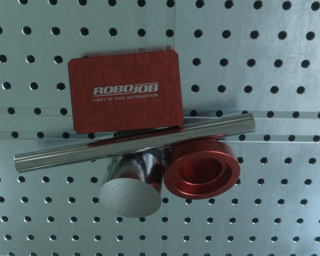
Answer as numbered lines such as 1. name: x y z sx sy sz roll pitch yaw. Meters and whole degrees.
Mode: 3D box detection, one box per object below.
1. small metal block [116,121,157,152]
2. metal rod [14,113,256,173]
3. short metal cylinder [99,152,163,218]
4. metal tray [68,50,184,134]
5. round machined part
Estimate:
1. small metal block: -0.036 0.015 0.427 0.050 0.025 0.050 17 109 -7
2. metal rod: -0.033 0.020 0.393 0.302 0.025 0.025 -10 110 3
3. short metal cylinder: -0.036 0.076 0.415 0.080 0.050 0.079 3 129 4
4. metal tray: -0.040 -0.043 0.380 0.131 0.030 0.089 -5 92 0
5. round machined part: 0.053 0.049 0.411 0.099 0.042 0.097 -3 132 -3
